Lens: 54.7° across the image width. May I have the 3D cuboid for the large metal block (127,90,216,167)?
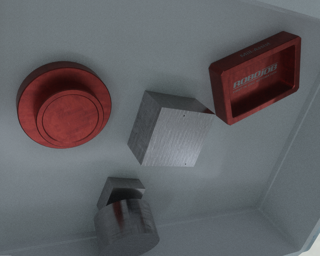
[{"bbox_3d":[0.013,0.003,0.403,0.081,0.050,0.079,6,116,-31],"label":"large metal block"}]

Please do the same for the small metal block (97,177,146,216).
[{"bbox_3d":[-0.056,0.099,0.441,0.050,0.025,0.050,11,112,-33],"label":"small metal block"}]

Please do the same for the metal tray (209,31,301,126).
[{"bbox_3d":[0.137,-0.070,0.439,0.131,0.030,0.090,-26,128,-13],"label":"metal tray"}]

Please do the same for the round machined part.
[{"bbox_3d":[-0.099,-0.018,0.333,0.099,0.042,0.097,-14,125,-21],"label":"round machined part"}]

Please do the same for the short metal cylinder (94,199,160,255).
[{"bbox_3d":[-0.046,0.140,0.424,0.081,0.050,0.080,-13,141,-11],"label":"short metal cylinder"}]
